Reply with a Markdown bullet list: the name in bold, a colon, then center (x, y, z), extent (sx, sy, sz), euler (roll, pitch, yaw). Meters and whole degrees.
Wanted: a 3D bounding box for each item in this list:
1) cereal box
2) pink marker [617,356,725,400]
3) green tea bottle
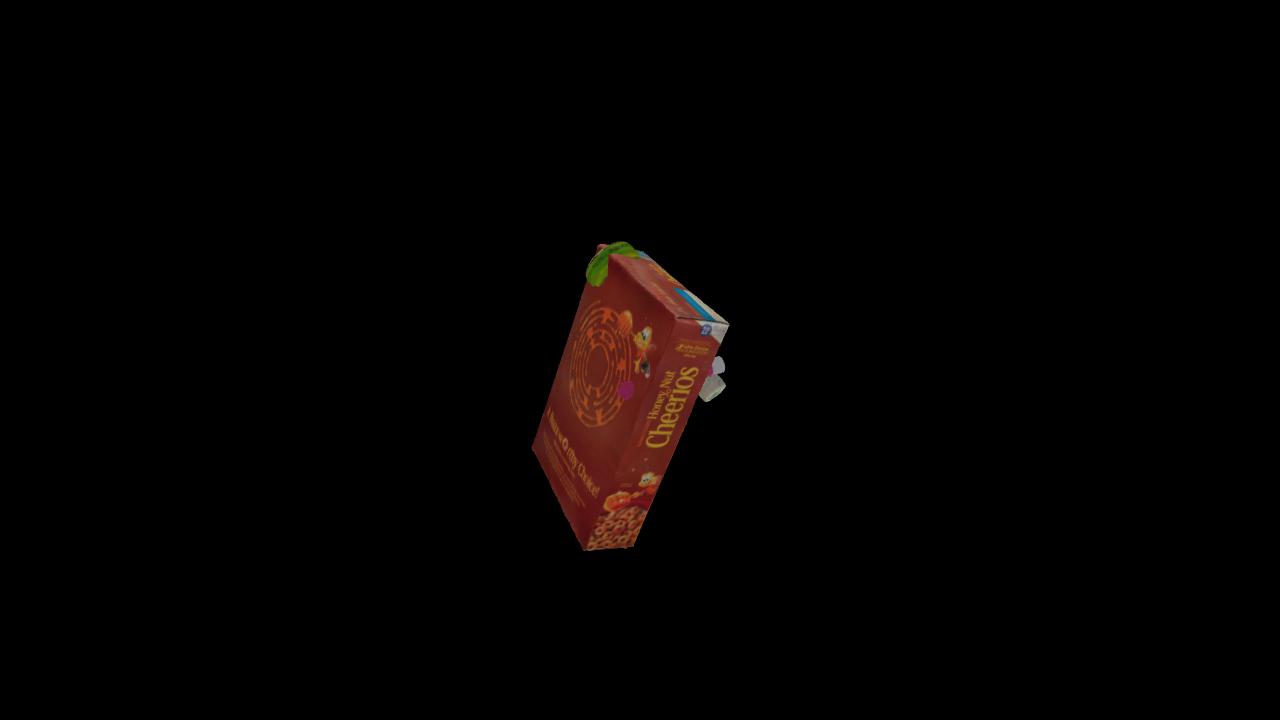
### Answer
- **cereal box**: center (-0.027, 0.041, 0.729), extent (0.081, 0.306, 0.203), euler (7, 25, -33)
- **pink marker**: center (0.033, 0.019, 0.653), extent (0.121, 0.020, 0.020), euler (-15, 4, -17)
- **green tea bottle**: center (0.022, -0.042, 0.713), extent (0.073, 0.212, 0.073), euler (-36, -15, -12)
